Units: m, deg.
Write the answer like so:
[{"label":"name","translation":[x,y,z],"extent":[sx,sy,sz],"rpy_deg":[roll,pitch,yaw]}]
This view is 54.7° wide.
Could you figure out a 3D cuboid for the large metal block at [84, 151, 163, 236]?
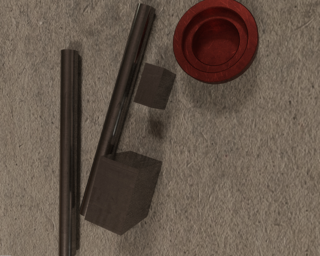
[{"label":"large metal block","translation":[-0.043,0.077,0.394],"extent":[0.050,0.080,0.080],"rpy_deg":[17,96,19]}]

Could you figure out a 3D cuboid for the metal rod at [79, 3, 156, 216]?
[{"label":"metal rod","translation":[-0.061,-0.020,0.429],"extent":[0.025,0.025,0.298],"rpy_deg":[19,96,18]}]

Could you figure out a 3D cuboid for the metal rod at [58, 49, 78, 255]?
[{"label":"metal rod","translation":[-0.134,0.037,0.454],"extent":[0.025,0.025,0.298],"rpy_deg":[1,90,19]}]

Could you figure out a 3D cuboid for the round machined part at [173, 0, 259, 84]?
[{"label":"round machined part","translation":[0.069,-0.101,0.375],"extent":[0.098,0.042,0.097],"rpy_deg":[0,90,19]}]

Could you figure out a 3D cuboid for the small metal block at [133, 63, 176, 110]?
[{"label":"small metal block","translation":[-0.005,-0.052,0.397],"extent":[0.025,0.050,0.050],"rpy_deg":[20,97,18]}]
